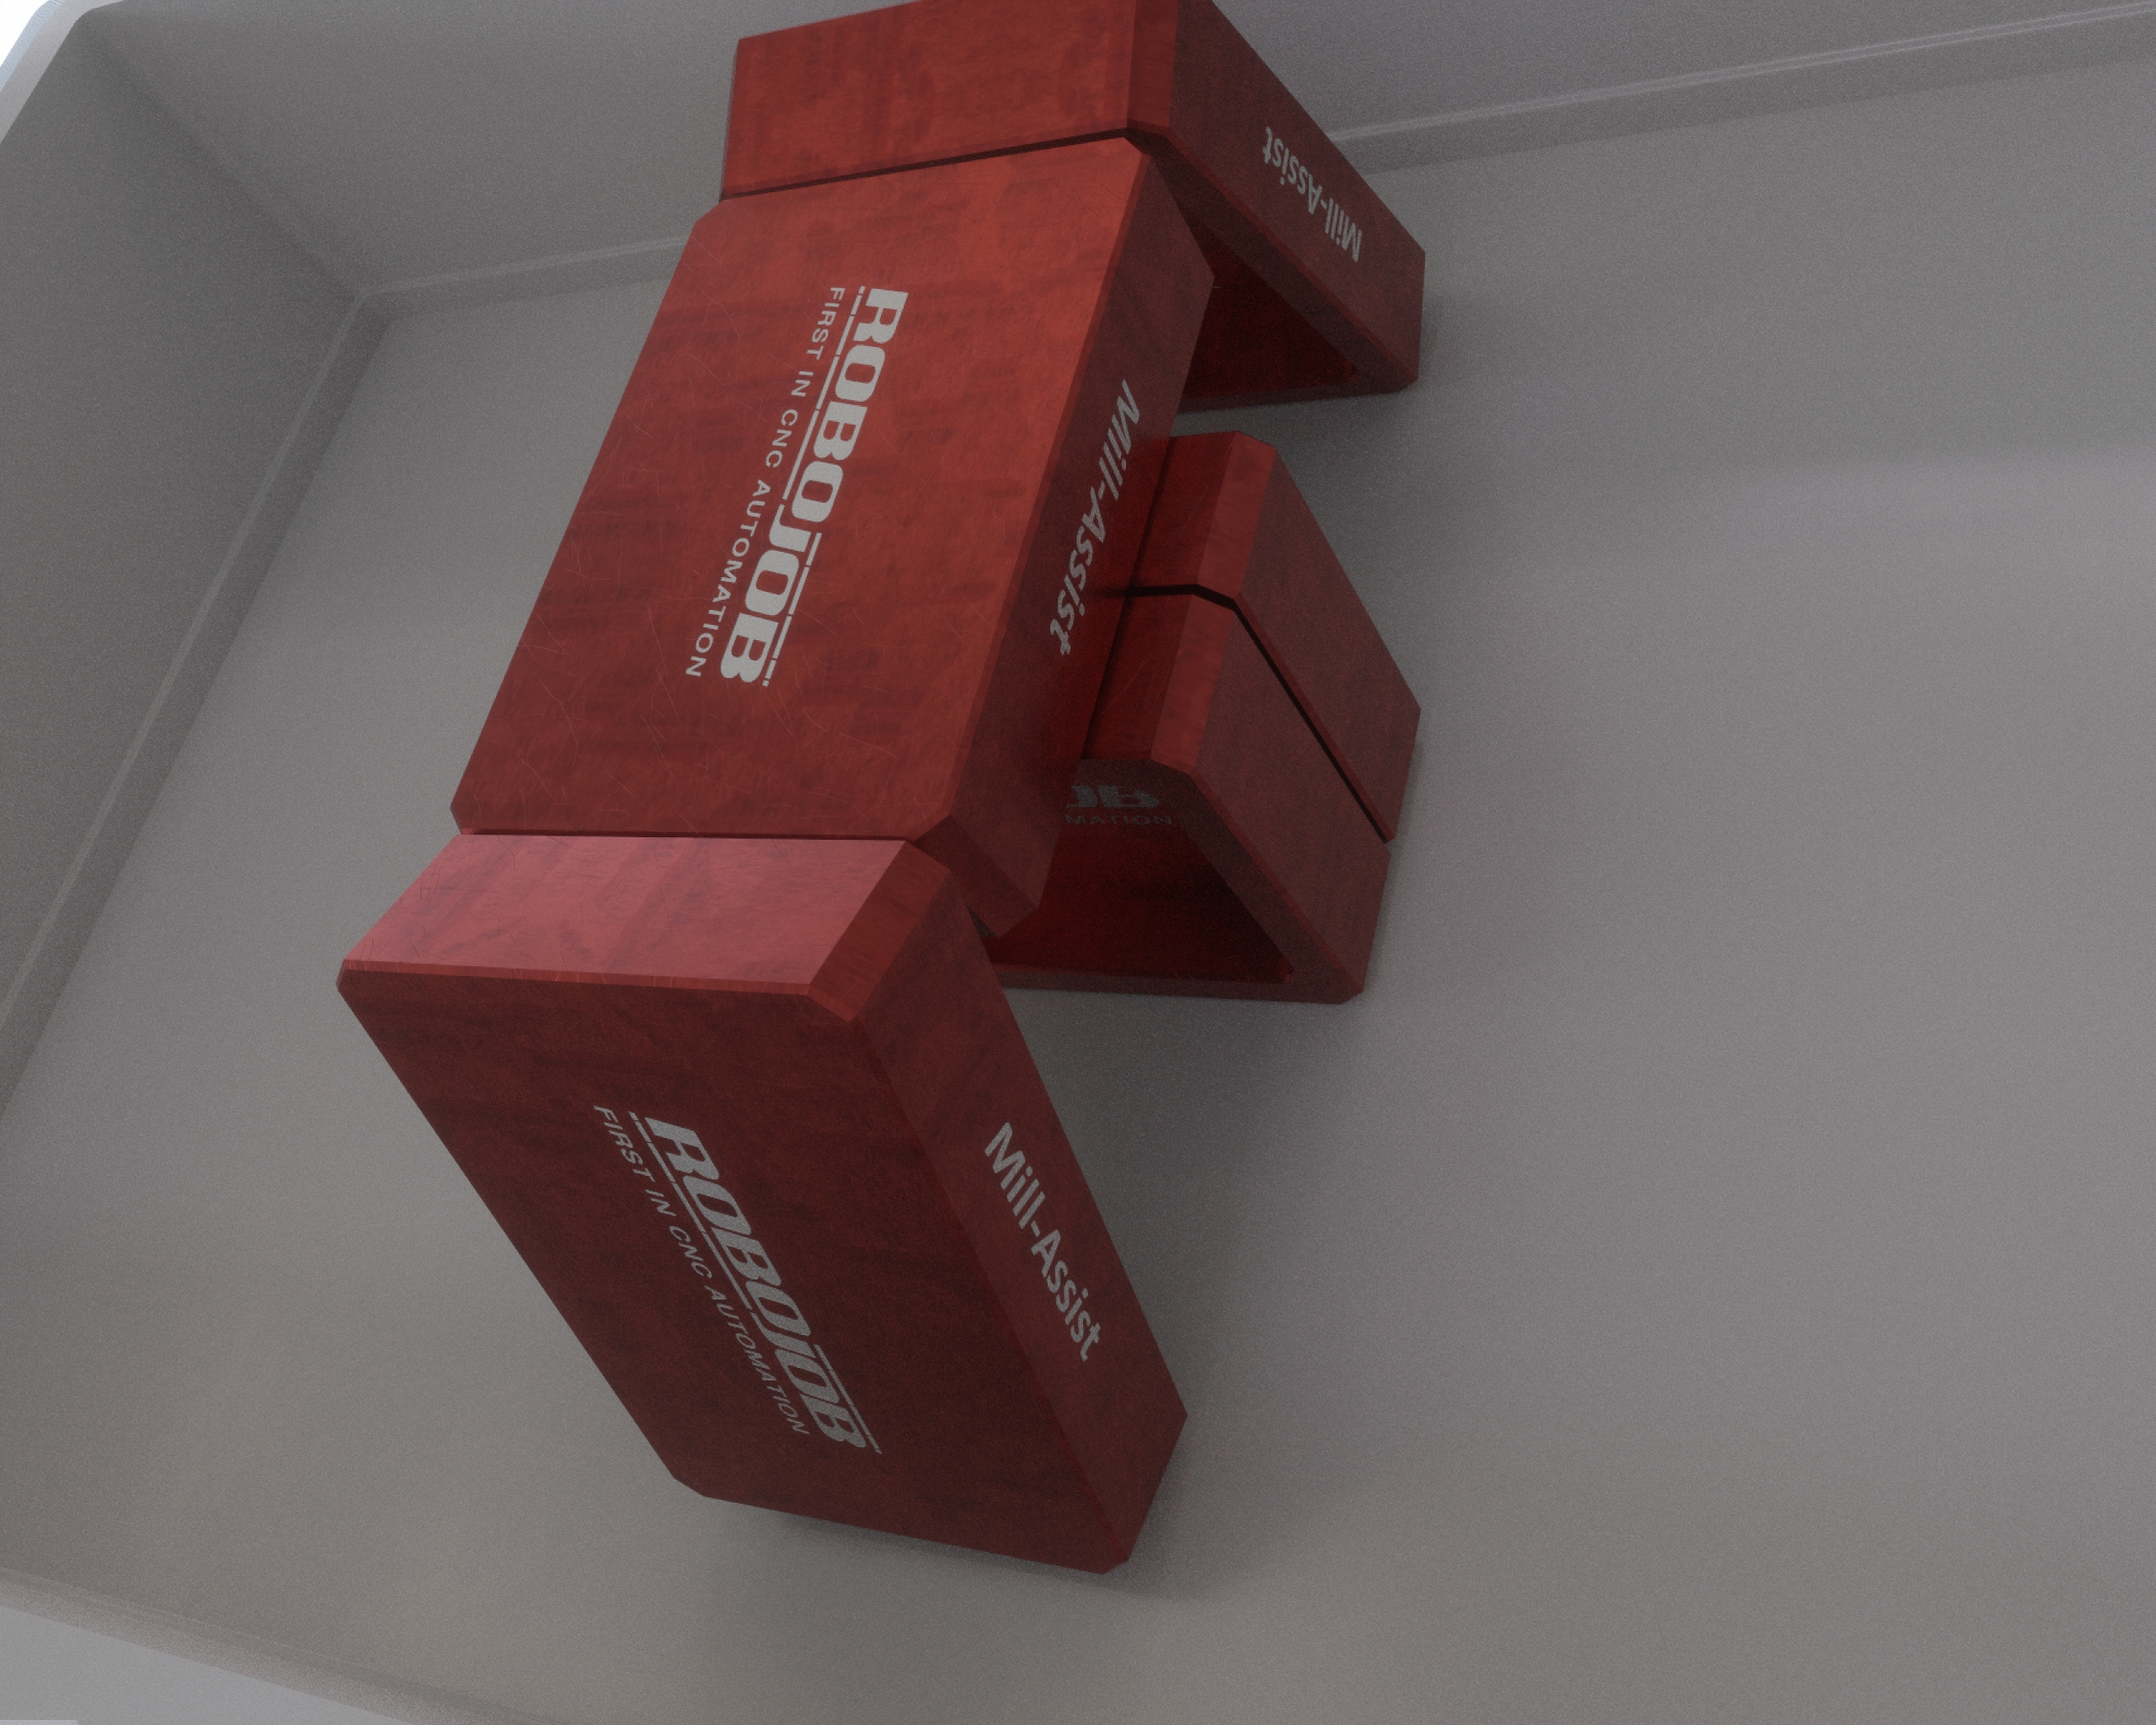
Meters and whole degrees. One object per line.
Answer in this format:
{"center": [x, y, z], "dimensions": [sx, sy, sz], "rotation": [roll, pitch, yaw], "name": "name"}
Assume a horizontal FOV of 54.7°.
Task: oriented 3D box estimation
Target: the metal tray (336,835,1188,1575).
{"center": [-0.044, 0.055, 0.324], "dimensions": [0.090, 0.129, 0.030], "rotation": [1, 41, 28], "name": "metal tray"}

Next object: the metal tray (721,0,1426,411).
{"center": [0.004, -0.124, 0.410], "dimensions": [0.090, 0.131, 0.030], "rotation": [1, 83, 28], "name": "metal tray"}

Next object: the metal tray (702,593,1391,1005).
{"center": [-0.020, -0.009, 0.379], "dimensions": [0.130, 0.090, 0.030], "rotation": [1, 62, 28], "name": "metal tray"}

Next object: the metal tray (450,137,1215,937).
{"center": [-0.037, -0.054, 0.337], "dimensions": [0.090, 0.030, 0.130], "rotation": [1, 62, 28], "name": "metal tray"}

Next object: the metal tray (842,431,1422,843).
{"center": [-0.012, -0.037, 0.391], "dimensions": [0.130, 0.090, 0.030], "rotation": [1, 62, 28], "name": "metal tray"}
